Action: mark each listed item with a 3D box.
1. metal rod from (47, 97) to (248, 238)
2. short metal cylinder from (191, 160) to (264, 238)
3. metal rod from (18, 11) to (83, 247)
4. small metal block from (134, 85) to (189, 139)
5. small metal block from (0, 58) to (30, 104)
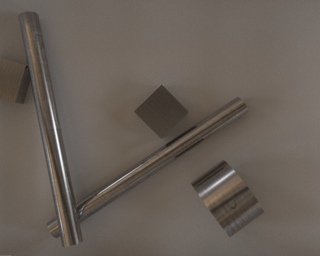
[{"bbox_3d":[-0.016,0.052,0.411,0.301,0.025,0.025,-33,90,-1],"label":"metal rod"},{"bbox_3d":[0.082,0.087,0.385,0.050,0.080,0.080,-36,90,0],"label":"short metal cylinder"},{"bbox_3d":[-0.141,-0.003,0.395,0.025,0.025,0.298,-13,85,0],"label":"metal rod"},{"bbox_3d":[0.002,-0.021,0.411,0.050,0.025,0.050,-44,91,0],"label":"small metal block"},{"bbox_3d":[-0.203,-0.063,0.409,0.050,0.025,0.050,16,90,-1],"label":"small metal block"}]
